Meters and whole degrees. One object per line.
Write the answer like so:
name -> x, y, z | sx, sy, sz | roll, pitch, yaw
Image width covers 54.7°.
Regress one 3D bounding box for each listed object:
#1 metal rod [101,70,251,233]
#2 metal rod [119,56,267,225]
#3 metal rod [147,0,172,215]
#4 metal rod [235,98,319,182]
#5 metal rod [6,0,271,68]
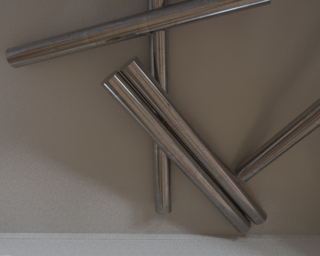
metal rod -> 0.035, 0.045, 0.407 | 0.025, 0.025, 0.300 | -37, 114, 12
metal rod -> 0.056, 0.031, 0.406 | 0.025, 0.025, 0.300 | -37, 113, 12
metal rod -> 0.001, -0.020, 0.404 | 0.025, 0.025, 0.298 | -2, 110, 0
metal rod -> 0.192, -0.027, 0.350 | 0.025, 0.025, 0.298 | 31, 127, -11
metal rod -> -0.035, -0.112, 0.346 | 0.301, 0.025, 0.025 | -10, 110, 12
